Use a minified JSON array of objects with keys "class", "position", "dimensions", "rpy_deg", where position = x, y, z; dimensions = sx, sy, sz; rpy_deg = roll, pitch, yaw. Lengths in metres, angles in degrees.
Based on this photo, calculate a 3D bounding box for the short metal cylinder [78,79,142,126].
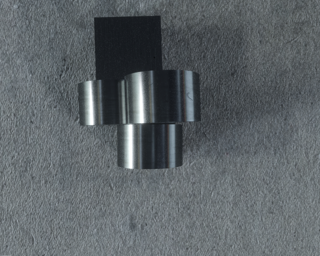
[{"class":"short metal cylinder","position":[-0.059,-0.029,0.384],"dimensions":[0.081,0.080,0.050],"rpy_deg":[-2,90,0]}]

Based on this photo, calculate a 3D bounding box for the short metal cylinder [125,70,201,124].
[{"class":"short metal cylinder","position":[0.003,-0.031,0.334],"dimensions":[0.081,0.080,0.050],"rpy_deg":[-2,90,0]}]

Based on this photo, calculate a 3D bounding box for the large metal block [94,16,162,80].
[{"class":"large metal block","position":[-0.038,-0.095,0.399],"dimensions":[0.081,0.050,0.080],"rpy_deg":[-2,90,0]}]

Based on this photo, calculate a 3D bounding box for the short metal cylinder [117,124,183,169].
[{"class":"short metal cylinder","position":[-0.012,0.021,0.384],"dimensions":[0.081,0.080,0.050],"rpy_deg":[0,90,0]}]

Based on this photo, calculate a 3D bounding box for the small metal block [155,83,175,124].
[{"class":"small metal block","position":[0.007,-0.030,0.401],"dimensions":[0.025,0.050,0.050],"rpy_deg":[1,90,0]}]
